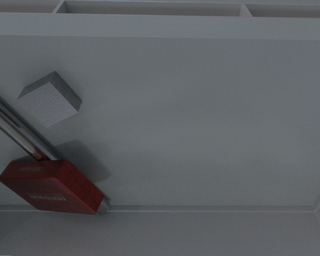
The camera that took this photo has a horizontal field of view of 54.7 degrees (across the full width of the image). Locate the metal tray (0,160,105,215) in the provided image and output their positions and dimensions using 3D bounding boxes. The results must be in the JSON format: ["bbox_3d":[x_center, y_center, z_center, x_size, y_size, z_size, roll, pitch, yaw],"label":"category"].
[{"bbox_3d":[-0.157,0.086,0.447,0.130,0.030,0.090,-6,135,32],"label":"metal tray"}]

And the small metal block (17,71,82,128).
[{"bbox_3d":[-0.133,-0.034,0.378,0.050,0.025,0.050,-23,127,18],"label":"small metal block"}]

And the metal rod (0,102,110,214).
[{"bbox_3d":[-0.166,0.035,0.436,0.025,0.025,0.300,-23,127,18],"label":"metal rod"}]
